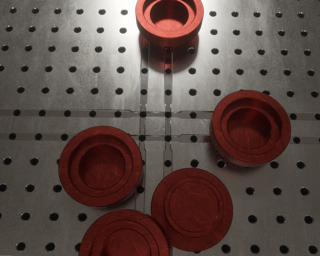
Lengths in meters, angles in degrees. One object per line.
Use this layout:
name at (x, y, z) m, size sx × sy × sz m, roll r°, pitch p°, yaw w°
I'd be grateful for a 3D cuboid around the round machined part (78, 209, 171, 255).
round machined part at (-0.036, 0.141, 0.346) m, size 0.099 × 0.042 × 0.098 m, roll -2°, pitch 75°, yaw 6°

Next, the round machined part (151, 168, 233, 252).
round machined part at (0.038, 0.095, 0.369) m, size 0.099 × 0.042 × 0.098 m, roll 0°, pitch 70°, yaw -1°

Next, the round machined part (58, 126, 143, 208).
round machined part at (-0.070, 0.050, 0.384) m, size 0.099 × 0.042 × 0.098 m, roll 0°, pitch 70°, yaw -1°

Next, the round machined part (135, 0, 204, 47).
round machined part at (0.014, -0.162, 0.462) m, size 0.099 × 0.042 × 0.098 m, roll 0°, pitch 70°, yaw -1°

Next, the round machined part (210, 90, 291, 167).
round machined part at (0.113, 0.003, 0.403) m, size 0.099 × 0.042 × 0.098 m, roll 0°, pitch 70°, yaw -1°
